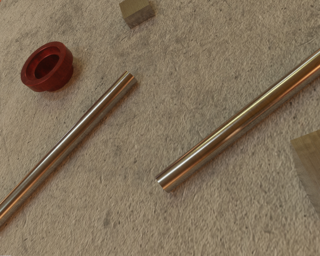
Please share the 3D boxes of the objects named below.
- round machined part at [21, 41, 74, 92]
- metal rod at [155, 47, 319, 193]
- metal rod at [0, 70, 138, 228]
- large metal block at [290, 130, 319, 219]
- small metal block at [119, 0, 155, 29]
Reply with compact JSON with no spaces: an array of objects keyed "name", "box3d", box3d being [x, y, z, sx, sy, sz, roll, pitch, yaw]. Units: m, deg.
[{"name":"round machined part","box3d":[-0.197,-0.105,0.558,0.098,0.042,0.098,-13,56,20]},{"name":"metal rod","box3d":[0.120,-0.027,0.356,0.300,0.025,0.025,-38,51,2]},{"name":"metal rod","box3d":[-0.144,0.031,0.457,0.300,0.025,0.025,-48,52,-6]},{"name":"large metal block","box3d":[0.164,0.033,0.262,0.080,0.080,0.050,-23,54,14]},{"name":"small metal block","box3d":[-0.042,-0.212,0.554,0.050,0.025,0.050,-26,53,11]}]
